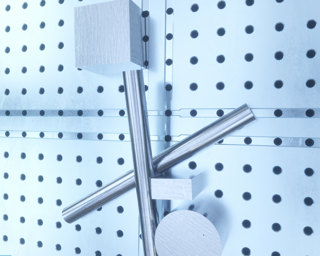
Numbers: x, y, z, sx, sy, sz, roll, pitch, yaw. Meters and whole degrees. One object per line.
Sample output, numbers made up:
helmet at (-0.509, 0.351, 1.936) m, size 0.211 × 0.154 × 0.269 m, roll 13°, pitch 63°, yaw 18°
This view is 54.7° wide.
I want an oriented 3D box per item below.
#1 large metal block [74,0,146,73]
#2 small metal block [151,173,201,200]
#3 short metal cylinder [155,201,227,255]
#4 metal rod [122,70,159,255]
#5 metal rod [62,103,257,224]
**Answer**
large metal block at (-0.067, -0.122, 0.422) m, size 0.080 × 0.050 × 0.079 m, roll -1°, pitch 90°, yaw 19°
small metal block at (0.022, 0.073, 0.391) m, size 0.050 × 0.050 × 0.025 m, roll -3°, pitch 89°, yaw 19°
short metal cylinder at (0.040, 0.135, 0.385) m, size 0.080 × 0.050 × 0.079 m, roll 0°, pitch 90°, yaw 19°
metal rod at (-0.018, 0.078, 0.393) m, size 0.025 × 0.025 × 0.298 m, roll -3°, pitch 98°, yaw 19°
metal rod at (-0.013, 0.055, 0.416) m, size 0.300 × 0.025 × 0.025 m, roll -31°, pitch 80°, yaw 17°
